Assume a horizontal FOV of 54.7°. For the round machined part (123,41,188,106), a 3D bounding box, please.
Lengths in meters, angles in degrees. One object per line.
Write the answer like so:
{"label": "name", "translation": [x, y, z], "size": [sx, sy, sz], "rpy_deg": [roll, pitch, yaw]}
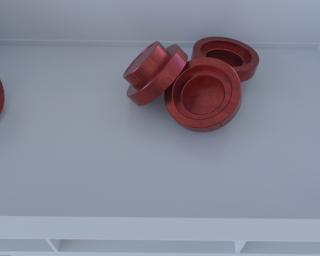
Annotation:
{"label": "round machined part", "translation": [-0.012, -0.080, 0.424], "size": [0.042, 0.098, 0.098], "rpy_deg": [43, 50, -21]}

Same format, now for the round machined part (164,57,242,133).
{"label": "round machined part", "translation": [0.059, -0.040, 0.412], "size": [0.098, 0.042, 0.098], "rpy_deg": [-5, 72, 16]}

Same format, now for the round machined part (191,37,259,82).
{"label": "round machined part", "translation": [0.095, -0.096, 0.470], "size": [0.099, 0.042, 0.098], "rpy_deg": [5, 43, -4]}

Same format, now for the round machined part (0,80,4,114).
{"label": "round machined part", "translation": [-0.257, -0.045, 0.398], "size": [0.042, 0.098, 0.098], "rpy_deg": [-9, 47, 23]}
